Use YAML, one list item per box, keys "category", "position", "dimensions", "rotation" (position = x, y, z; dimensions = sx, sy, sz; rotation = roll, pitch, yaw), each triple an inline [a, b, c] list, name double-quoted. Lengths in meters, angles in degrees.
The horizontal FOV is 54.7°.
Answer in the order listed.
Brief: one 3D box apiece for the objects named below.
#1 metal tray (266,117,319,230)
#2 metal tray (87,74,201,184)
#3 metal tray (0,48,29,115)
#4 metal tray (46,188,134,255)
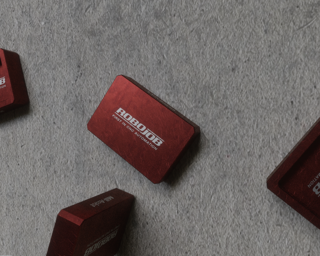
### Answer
- category: "metal tray"
  position: [0.193, 0.041, 0.337]
  dimensions: [0.090, 0.030, 0.130]
  rotation: [40, 102, 15]
- category: "metal tray"
  position: [-0.024, 0.000, 0.415]
  dimensions: [0.130, 0.030, 0.090]
  rotation: [37, 102, 16]
- category: "metal tray"
  position: [-0.283, -0.064, 0.506]
  dimensions: [0.130, 0.030, 0.090]
  rotation: [-17, 85, 19]
- category: "metal tray"
  position: [-0.083, 0.132, 0.382]
  dimensions: [0.030, 0.130, 0.089]
  rotation: [19, 97, 19]
